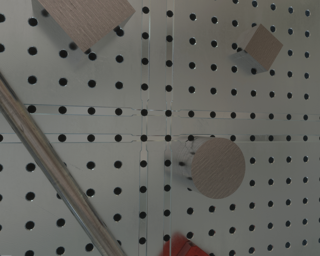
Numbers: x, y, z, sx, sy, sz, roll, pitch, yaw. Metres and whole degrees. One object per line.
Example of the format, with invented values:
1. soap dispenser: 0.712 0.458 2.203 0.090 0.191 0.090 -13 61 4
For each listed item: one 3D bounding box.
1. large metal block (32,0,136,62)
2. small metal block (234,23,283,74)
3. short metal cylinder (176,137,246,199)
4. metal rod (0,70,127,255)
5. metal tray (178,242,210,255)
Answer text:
1. large metal block: -0.090 -0.139 0.366 0.080 0.050 0.080 -44 104 -15
2. small metal block: 0.149 -0.119 0.467 0.050 0.025 0.050 36 78 -17
3. short metal cylinder: 0.068 0.052 0.424 0.081 0.050 0.080 0 90 -20
4. metal rod: -0.118 0.061 0.369 0.025 0.025 0.299 -34 101 -17
5. metal tray: 0.067 0.230 0.416 0.130 0.030 0.090 38 77 -1
